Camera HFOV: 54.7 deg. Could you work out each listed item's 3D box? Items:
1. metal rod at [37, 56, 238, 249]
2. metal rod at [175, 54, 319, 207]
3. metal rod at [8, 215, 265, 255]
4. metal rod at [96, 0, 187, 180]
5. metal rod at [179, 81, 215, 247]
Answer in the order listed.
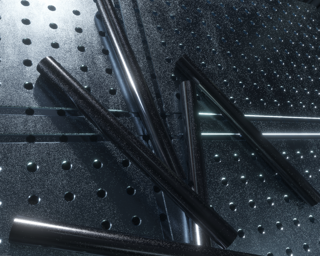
[{"bbox_3d":[-0.032,0.023,0.360,0.300,0.025,0.025,43,50,8],"label":"metal rod"},{"bbox_3d":[0.134,0.001,0.481,0.300,0.025,0.025,47,51,5],"label":"metal rod"},{"bbox_3d":[0.010,0.127,0.313,0.302,0.025,0.025,14,56,-12],"label":"metal rod"},{"bbox_3d":[-0.033,-0.064,0.430,0.025,0.025,0.299,-10,67,-33],"label":"metal rod"},{"bbox_3d":[0.047,0.065,0.395,0.025,0.025,0.299,11,57,-23],"label":"metal rod"}]
